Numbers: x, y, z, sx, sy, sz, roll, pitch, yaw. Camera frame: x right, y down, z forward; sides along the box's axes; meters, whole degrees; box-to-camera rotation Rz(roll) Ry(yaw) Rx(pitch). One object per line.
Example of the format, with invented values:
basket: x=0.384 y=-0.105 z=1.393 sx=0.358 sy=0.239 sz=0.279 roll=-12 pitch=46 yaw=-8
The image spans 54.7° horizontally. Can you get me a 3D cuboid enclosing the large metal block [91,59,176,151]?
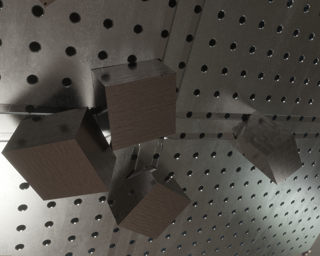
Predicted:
large metal block: x=-0.029 y=-0.029 z=0.362 sx=0.081 sy=0.050 sz=0.079 roll=-15 pitch=125 yaw=-22

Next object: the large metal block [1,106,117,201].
large metal block: x=-0.104 y=0.030 z=0.337 sx=0.080 sy=0.050 sz=0.080 roll=-11 pitch=129 yaw=13

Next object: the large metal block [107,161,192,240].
large metal block: x=-0.015 y=0.108 z=0.455 sx=0.080 sy=0.050 sz=0.080 roll=-48 pitch=129 yaw=6

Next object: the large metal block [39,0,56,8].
large metal block: x=-0.090 y=-0.159 z=0.248 sx=0.080 sy=0.050 sz=0.080 roll=-38 pitch=130 yaw=-3

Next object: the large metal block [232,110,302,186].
large metal block: x=0.169 y=0.031 z=0.490 sx=0.050 sy=0.080 sz=0.080 roll=-37 pitch=130 yaw=-4
